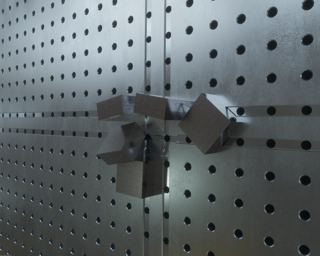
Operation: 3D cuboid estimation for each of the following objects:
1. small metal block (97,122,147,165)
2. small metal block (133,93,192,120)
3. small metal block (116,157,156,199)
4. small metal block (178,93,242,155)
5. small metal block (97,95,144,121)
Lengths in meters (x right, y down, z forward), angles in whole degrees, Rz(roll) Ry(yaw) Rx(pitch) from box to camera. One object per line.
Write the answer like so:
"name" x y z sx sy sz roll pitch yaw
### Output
"small metal block" -0.053 0.022 0.434 0.050 0.025 0.050 -12 41 39
"small metal block" 0.004 -0.026 0.388 0.050 0.050 0.025 15 100 38
"small metal block" -0.035 0.068 0.436 0.050 0.025 0.050 4 93 39
"small metal block" 0.057 -0.005 0.361 0.050 0.025 0.050 50 119 28
"small metal block" -0.052 -0.027 0.433 0.050 0.050 0.025 -13 82 39
